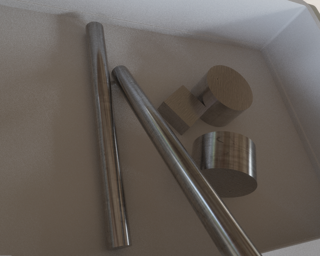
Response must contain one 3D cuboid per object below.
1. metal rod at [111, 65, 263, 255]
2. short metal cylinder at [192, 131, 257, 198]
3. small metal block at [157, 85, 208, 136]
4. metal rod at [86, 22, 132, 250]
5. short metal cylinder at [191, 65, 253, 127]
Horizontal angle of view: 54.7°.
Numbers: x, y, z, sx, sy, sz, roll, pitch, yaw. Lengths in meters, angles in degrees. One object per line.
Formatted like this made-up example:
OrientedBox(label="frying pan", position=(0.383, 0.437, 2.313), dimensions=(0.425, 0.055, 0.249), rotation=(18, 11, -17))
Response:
OrientedBox(label="metal rod", position=(0.006, 0.014, 0.322), dimensions=(0.025, 0.025, 0.300), rotation=(-2, 37, -29))
OrientedBox(label="short metal cylinder", position=(0.079, 0.047, 0.386), dimensions=(0.080, 0.080, 0.050), rotation=(21, 54, -16))
OrientedBox(label="small metal block", position=(0.032, -0.026, 0.440), dimensions=(0.050, 0.025, 0.050), rotation=(45, 51, 2))
OrientedBox(label="metal rod", position=(-0.067, -0.011, 0.377), dimensions=(0.025, 0.025, 0.299), rotation=(3, 60, -27))
OrientedBox(label="short metal cylinder", position=(0.092, -0.048, 0.471), dimensions=(0.081, 0.050, 0.080), rotation=(14, 56, -21))
